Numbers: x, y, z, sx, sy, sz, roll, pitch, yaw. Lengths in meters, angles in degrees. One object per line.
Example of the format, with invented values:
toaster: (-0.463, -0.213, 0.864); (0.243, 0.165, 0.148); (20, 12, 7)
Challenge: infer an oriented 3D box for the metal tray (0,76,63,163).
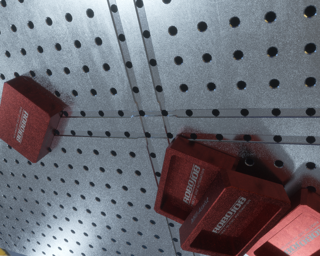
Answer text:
metal tray: (-0.221, -0.011, 0.515); (0.090, 0.030, 0.129); (36, 129, 3)

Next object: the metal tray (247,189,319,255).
metal tray: (0.184, 0.146, 0.401); (0.090, 0.030, 0.129); (33, 129, 6)

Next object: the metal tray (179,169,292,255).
metal tray: (0.091, 0.117, 0.399); (0.091, 0.030, 0.129); (17, 123, -14)

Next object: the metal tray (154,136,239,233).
metal tray: (0.046, 0.083, 0.434); (0.090, 0.030, 0.129); (21, 126, 15)
